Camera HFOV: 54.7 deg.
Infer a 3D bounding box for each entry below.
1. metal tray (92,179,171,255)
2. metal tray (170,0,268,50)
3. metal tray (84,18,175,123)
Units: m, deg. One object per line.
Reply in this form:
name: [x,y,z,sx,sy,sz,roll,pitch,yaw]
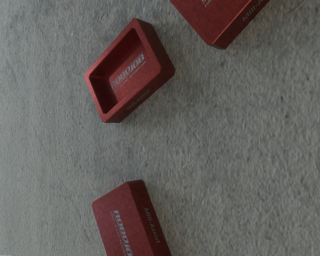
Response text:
metal tray: [-0.041,0.149,0.433,0.090,0.030,0.130,-35,69,34]
metal tray: [0.079,-0.163,0.335,0.129,0.030,0.090,-47,62,29]
metal tray: [-0.048,-0.077,0.438,0.130,0.030,0.090,-38,67,33]
